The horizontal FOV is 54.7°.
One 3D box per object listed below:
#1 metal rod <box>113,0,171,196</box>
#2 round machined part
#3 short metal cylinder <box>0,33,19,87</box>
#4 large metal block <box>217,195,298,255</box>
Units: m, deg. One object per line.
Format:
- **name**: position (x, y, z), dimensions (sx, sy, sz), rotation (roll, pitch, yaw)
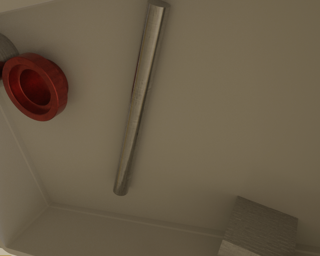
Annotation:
- **metal rod**: position (-0.032, -0.015, 0.414), dimensions (0.025, 0.025, 0.298), rotation (25, 127, 13)
- **round machined part**: position (-0.173, -0.062, 0.448), dimensions (0.098, 0.042, 0.097), rotation (13, 124, 20)
- **short metal cylinder**: position (-0.257, -0.099, 0.464), dimensions (0.080, 0.050, 0.079), rotation (13, 124, 20)
- **large metal block**: position (0.124, 0.145, 0.397), dimensions (0.080, 0.080, 0.050), rotation (19, 126, 17)
